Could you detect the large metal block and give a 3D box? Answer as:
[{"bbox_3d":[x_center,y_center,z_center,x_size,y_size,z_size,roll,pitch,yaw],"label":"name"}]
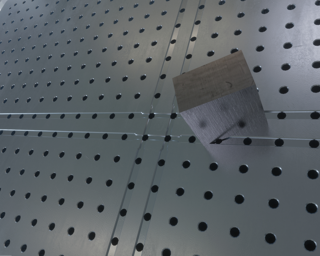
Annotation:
[{"bbox_3d":[0.070,-0.030,0.356,0.080,0.080,0.050,-20,54,16],"label":"large metal block"}]
